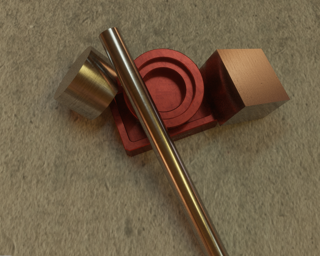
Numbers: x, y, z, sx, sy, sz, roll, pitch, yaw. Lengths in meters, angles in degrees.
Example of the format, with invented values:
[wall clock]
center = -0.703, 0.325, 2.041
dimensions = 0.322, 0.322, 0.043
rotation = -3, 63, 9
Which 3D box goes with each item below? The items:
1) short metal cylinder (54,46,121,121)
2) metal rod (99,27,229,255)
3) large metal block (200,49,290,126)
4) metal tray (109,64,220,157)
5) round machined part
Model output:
[short metal cylinder]
center = -0.089, -0.056, 0.393
dimensions = 0.050, 0.080, 0.080
rotation = 35, 69, -26
[metal rod]
center = 0.006, 0.026, 0.354
dimensions = 0.025, 0.025, 0.299
rotation = -26, 89, -9
[large metal block]
center = 0.105, -0.054, 0.399
dimensions = 0.081, 0.050, 0.080
rotation = -10, 68, -32
[metal tray]
center = 0.003, -0.026, 0.416
dimensions = 0.131, 0.030, 0.090
rotation = -19, 71, -8
[round machined part]
center = 0.003, -0.046, 0.392
dimensions = 0.099, 0.042, 0.097
rotation = 0, 85, -5
